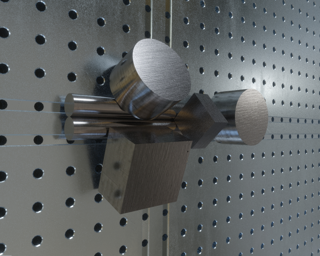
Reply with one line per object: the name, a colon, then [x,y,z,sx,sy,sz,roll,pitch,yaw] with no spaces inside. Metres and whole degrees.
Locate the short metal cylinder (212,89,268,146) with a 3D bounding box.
short metal cylinder: [0.113,-0.015,0.451,0.081,0.050,0.079,0,90,-40]

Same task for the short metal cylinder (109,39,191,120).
short metal cylinder: [-0.011,-0.056,0.361,0.080,0.050,0.080,21,54,-31]

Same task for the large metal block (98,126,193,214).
large metal block: [-0.017,0.044,0.356,0.081,0.050,0.079,-1,111,-40]

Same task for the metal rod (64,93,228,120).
metal rod: [0.020,-0.023,0.422,0.302,0.025,0.025,1,90,-40]

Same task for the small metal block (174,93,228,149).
small metal block: [0.051,-0.009,0.394,0.025,0.050,0.050,1,47,-40]

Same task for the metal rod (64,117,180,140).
metal rod: [0.020,0.002,0.422,0.302,0.025,0.025,1,90,-40]
